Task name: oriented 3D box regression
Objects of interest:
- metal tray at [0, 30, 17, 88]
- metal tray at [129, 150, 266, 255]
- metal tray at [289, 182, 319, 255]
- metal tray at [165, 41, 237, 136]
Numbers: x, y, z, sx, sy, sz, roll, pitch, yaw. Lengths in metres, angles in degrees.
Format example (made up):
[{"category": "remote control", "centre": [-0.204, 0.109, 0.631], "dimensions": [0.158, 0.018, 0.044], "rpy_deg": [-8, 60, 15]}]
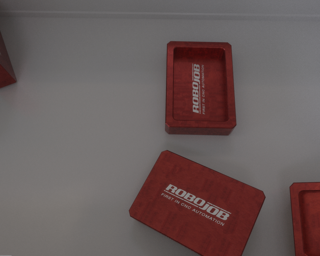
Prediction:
[{"category": "metal tray", "centre": [-0.244, -0.128, 0.420], "dimensions": [0.030, 0.090, 0.130], "rpy_deg": [-23, 72, -8]}, {"category": "metal tray", "centre": [0.042, 0.091, 0.358], "dimensions": [0.130, 0.030, 0.090], "rpy_deg": [22, 70, 22]}, {"category": "metal tray", "centre": [0.213, 0.103, 0.330], "dimensions": [0.130, 0.030, 0.090], "rpy_deg": [-9, 73, 33]}, {"category": "metal tray", "centre": [0.054, -0.056, 0.427], "dimensions": [0.091, 0.030, 0.130], "rpy_deg": [1, 70, 0]}]
